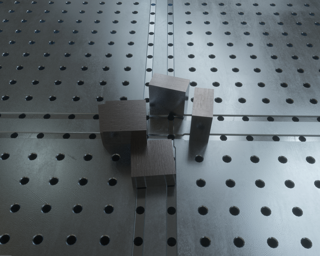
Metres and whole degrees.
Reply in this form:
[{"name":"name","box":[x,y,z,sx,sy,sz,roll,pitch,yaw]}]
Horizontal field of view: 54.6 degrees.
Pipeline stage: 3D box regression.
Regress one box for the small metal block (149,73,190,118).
[{"name":"small metal block","box":[0.013,-0.045,0.430,0.050,0.050,0.025,13,51,11]}]

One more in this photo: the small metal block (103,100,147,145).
[{"name":"small metal block","box":[-0.042,-0.008,0.382,0.050,0.025,0.050,-2,50,-2]}]

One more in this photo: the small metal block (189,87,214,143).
[{"name":"small metal block","box":[0.054,-0.017,0.406,0.025,0.050,0.050,6,50,5]}]

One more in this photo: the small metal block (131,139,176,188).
[{"name":"small metal block","box":[-0.009,0.042,0.373,0.050,0.025,0.050,-3,50,-3]}]

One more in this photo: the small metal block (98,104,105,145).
[{"name":"small metal block","box":[-0.054,-0.008,0.414,0.050,0.025,0.050,-8,51,-7]}]
